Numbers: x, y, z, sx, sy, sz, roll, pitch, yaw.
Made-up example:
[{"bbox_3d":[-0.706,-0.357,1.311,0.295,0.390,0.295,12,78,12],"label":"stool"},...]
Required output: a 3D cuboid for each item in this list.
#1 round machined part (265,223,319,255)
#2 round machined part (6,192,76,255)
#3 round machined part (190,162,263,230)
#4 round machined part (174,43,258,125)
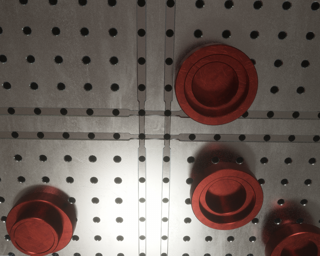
[{"bbox_3d":[0.210,0.186,0.476,0.099,0.042,0.097,0,110,-1],"label":"round machined part"},{"bbox_3d":[-0.178,0.148,0.456,0.099,0.042,0.097,0,110,-1],"label":"round machined part"},{"bbox_3d":[0.091,0.092,0.440,0.099,0.042,0.097,0,110,-1],"label":"round machined part"},{"bbox_3d":[0.067,-0.056,0.385,0.099,0.042,0.097,0,110,-1],"label":"round machined part"}]
